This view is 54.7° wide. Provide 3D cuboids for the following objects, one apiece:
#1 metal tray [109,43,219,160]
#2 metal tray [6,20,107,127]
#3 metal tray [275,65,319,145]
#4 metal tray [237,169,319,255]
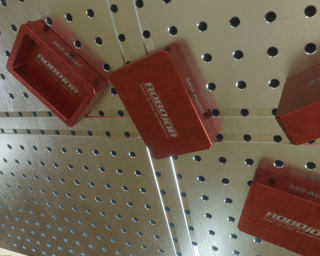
[{"bbox_3d":[0.005,-0.028,0.387,0.090,0.030,0.130,-16,111,34],"label":"metal tray"},{"bbox_3d":[-0.148,-0.074,0.437,0.130,0.030,0.090,43,129,-2],"label":"metal tray"},{"bbox_3d":[0.168,-0.040,0.256,0.130,0.090,0.030,-27,104,37],"label":"metal tray"},{"bbox_3d":[0.172,0.113,0.387,0.130,0.030,0.089,18,125,17],"label":"metal tray"}]
